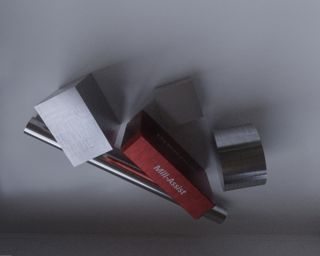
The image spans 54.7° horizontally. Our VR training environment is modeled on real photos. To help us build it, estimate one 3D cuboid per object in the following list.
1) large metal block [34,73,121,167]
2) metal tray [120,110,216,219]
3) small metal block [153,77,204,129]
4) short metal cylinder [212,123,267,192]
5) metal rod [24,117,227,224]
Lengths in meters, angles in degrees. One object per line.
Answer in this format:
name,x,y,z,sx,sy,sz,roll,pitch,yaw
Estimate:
large metal block,-0.093,-0.013,0.374,0.050,0.080,0.080,-25,109,8
metal tray,0.011,0.043,0.390,0.030,0.090,0.130,-42,105,13
small metal block,0.023,-0.033,0.397,0.050,0.025,0.050,-19,109,6
short metal cylinder,0.098,0.037,0.395,0.050,0.080,0.079,-11,110,4
metal rod,-0.040,0.063,0.433,0.301,0.025,0.025,27,108,-10
